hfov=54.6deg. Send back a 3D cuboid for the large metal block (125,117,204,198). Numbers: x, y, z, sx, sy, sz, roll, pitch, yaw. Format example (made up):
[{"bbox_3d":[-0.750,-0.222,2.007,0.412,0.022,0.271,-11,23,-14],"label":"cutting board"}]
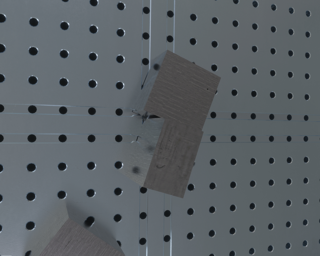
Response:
[{"bbox_3d":[0.002,0.034,0.384,0.050,0.080,0.080,20,83,-19],"label":"large metal block"}]

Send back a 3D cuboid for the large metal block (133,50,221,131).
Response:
[{"bbox_3d":[0.021,-0.043,0.407,0.080,0.050,0.080,23,82,-19],"label":"large metal block"}]

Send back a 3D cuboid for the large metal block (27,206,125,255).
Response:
[{"bbox_3d":[-0.102,0.153,0.362,0.080,0.050,0.080,41,77,-16],"label":"large metal block"}]
